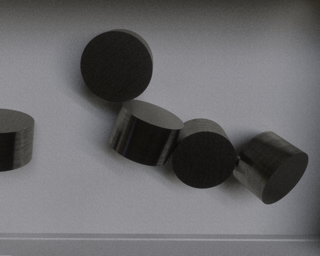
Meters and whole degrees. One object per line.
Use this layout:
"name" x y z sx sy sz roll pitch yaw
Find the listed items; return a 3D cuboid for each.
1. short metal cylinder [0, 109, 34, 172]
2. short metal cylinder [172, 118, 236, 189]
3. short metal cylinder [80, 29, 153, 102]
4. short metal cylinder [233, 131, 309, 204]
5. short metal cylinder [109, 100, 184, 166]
"short metal cylinder" -0.201 0.013 0.384 0.081 0.080 0.050 10 110 -4
"short metal cylinder" 0.055 0.033 0.411 0.081 0.050 0.079 0 110 -1
"short metal cylinder" -0.049 -0.076 0.369 0.081 0.050 0.079 0 110 -1
"short metal cylinder" 0.142 0.051 0.399 0.081 0.050 0.079 -20 131 -25
"short metal cylinder" -0.017 0.004 0.383 0.080 0.080 0.050 20 109 -8
